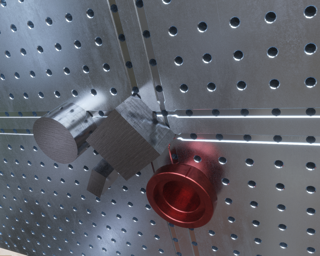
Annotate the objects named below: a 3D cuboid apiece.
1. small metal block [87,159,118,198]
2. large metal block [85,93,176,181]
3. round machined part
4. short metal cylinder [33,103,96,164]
[{"bbox_3d":[-0.085,0.072,0.483,0.025,0.050,0.050,30,128,9],"label":"small metal block"},{"bbox_3d":[-0.040,0.013,0.423,0.080,0.050,0.080,46,129,-4],"label":"large metal block"},{"bbox_3d":[0.033,0.090,0.437,0.098,0.042,0.097,13,124,20],"label":"round machined part"},{"bbox_3d":[-0.144,0.008,0.473,0.080,0.050,0.079,13,124,20],"label":"short metal cylinder"}]
